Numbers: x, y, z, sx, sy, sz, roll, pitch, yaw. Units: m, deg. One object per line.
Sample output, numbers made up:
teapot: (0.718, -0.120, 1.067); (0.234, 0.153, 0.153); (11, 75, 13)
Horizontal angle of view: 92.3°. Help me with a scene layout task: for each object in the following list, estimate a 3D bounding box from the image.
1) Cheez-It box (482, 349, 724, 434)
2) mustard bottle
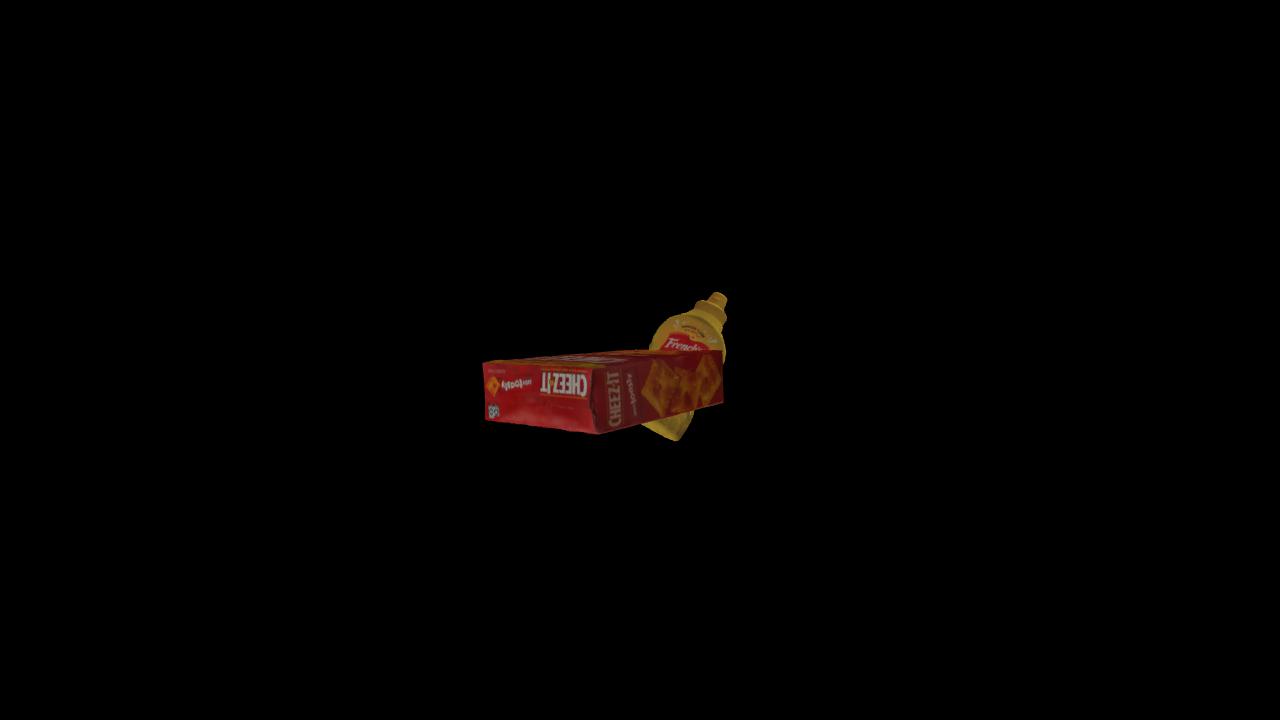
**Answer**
Cheez-It box: (-0.034, 0.027, 0.677); (0.166, 0.071, 0.223); (0, 4, 40)
mustard bottle: (0.052, -0.003, 0.725); (0.092, 0.184, 0.054); (26, -15, 24)
